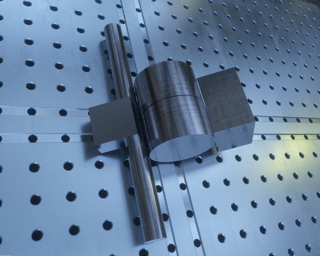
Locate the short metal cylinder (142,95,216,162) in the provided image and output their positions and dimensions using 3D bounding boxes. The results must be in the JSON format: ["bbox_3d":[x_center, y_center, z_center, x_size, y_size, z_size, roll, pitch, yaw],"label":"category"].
[{"bbox_3d":[0.022,0.003,0.377,0.081,0.080,0.050,0,62,-28],"label":"short metal cylinder"}]

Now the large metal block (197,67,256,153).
[{"bbox_3d":[0.089,-0.022,0.420,0.050,0.080,0.080,-16,65,6],"label":"large metal block"}]

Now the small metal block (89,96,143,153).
[{"bbox_3d":[-0.052,-0.004,0.363,0.050,0.025,0.050,-16,64,3],"label":"small metal block"}]

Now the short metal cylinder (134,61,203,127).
[{"bbox_3d":[0.011,-0.042,0.399,0.081,0.080,0.050,0,62,-28],"label":"short metal cylinder"}]

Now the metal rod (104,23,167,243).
[{"bbox_3d":[-0.037,-0.013,0.390,0.025,0.025,0.299,0,62,-28],"label":"metal rod"}]
